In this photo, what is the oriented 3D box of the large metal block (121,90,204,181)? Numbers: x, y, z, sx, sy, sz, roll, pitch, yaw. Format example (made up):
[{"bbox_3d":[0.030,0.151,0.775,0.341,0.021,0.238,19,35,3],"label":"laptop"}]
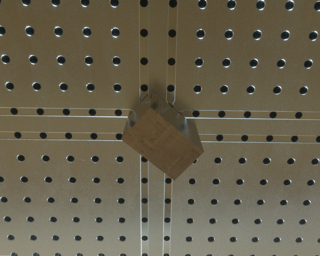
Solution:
[{"bbox_3d":[0.003,0.006,0.386,0.080,0.080,0.050,39,106,-14],"label":"large metal block"}]
